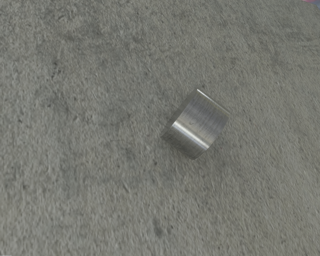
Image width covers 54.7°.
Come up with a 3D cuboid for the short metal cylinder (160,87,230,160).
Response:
[{"bbox_3d":[0.044,-0.006,0.397,0.050,0.080,0.080,37,51,-5],"label":"short metal cylinder"}]
